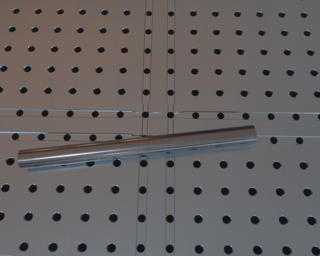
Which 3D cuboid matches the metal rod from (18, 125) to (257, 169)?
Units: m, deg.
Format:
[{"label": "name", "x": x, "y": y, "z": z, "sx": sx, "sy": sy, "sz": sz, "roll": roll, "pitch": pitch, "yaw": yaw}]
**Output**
[{"label": "metal rod", "x": -0.027, "y": 0.024, "z": 0.402, "sx": 0.302, "sy": 0.025, "sz": 0.025, "roll": -6, "pitch": 70, "yaw": -3}]
